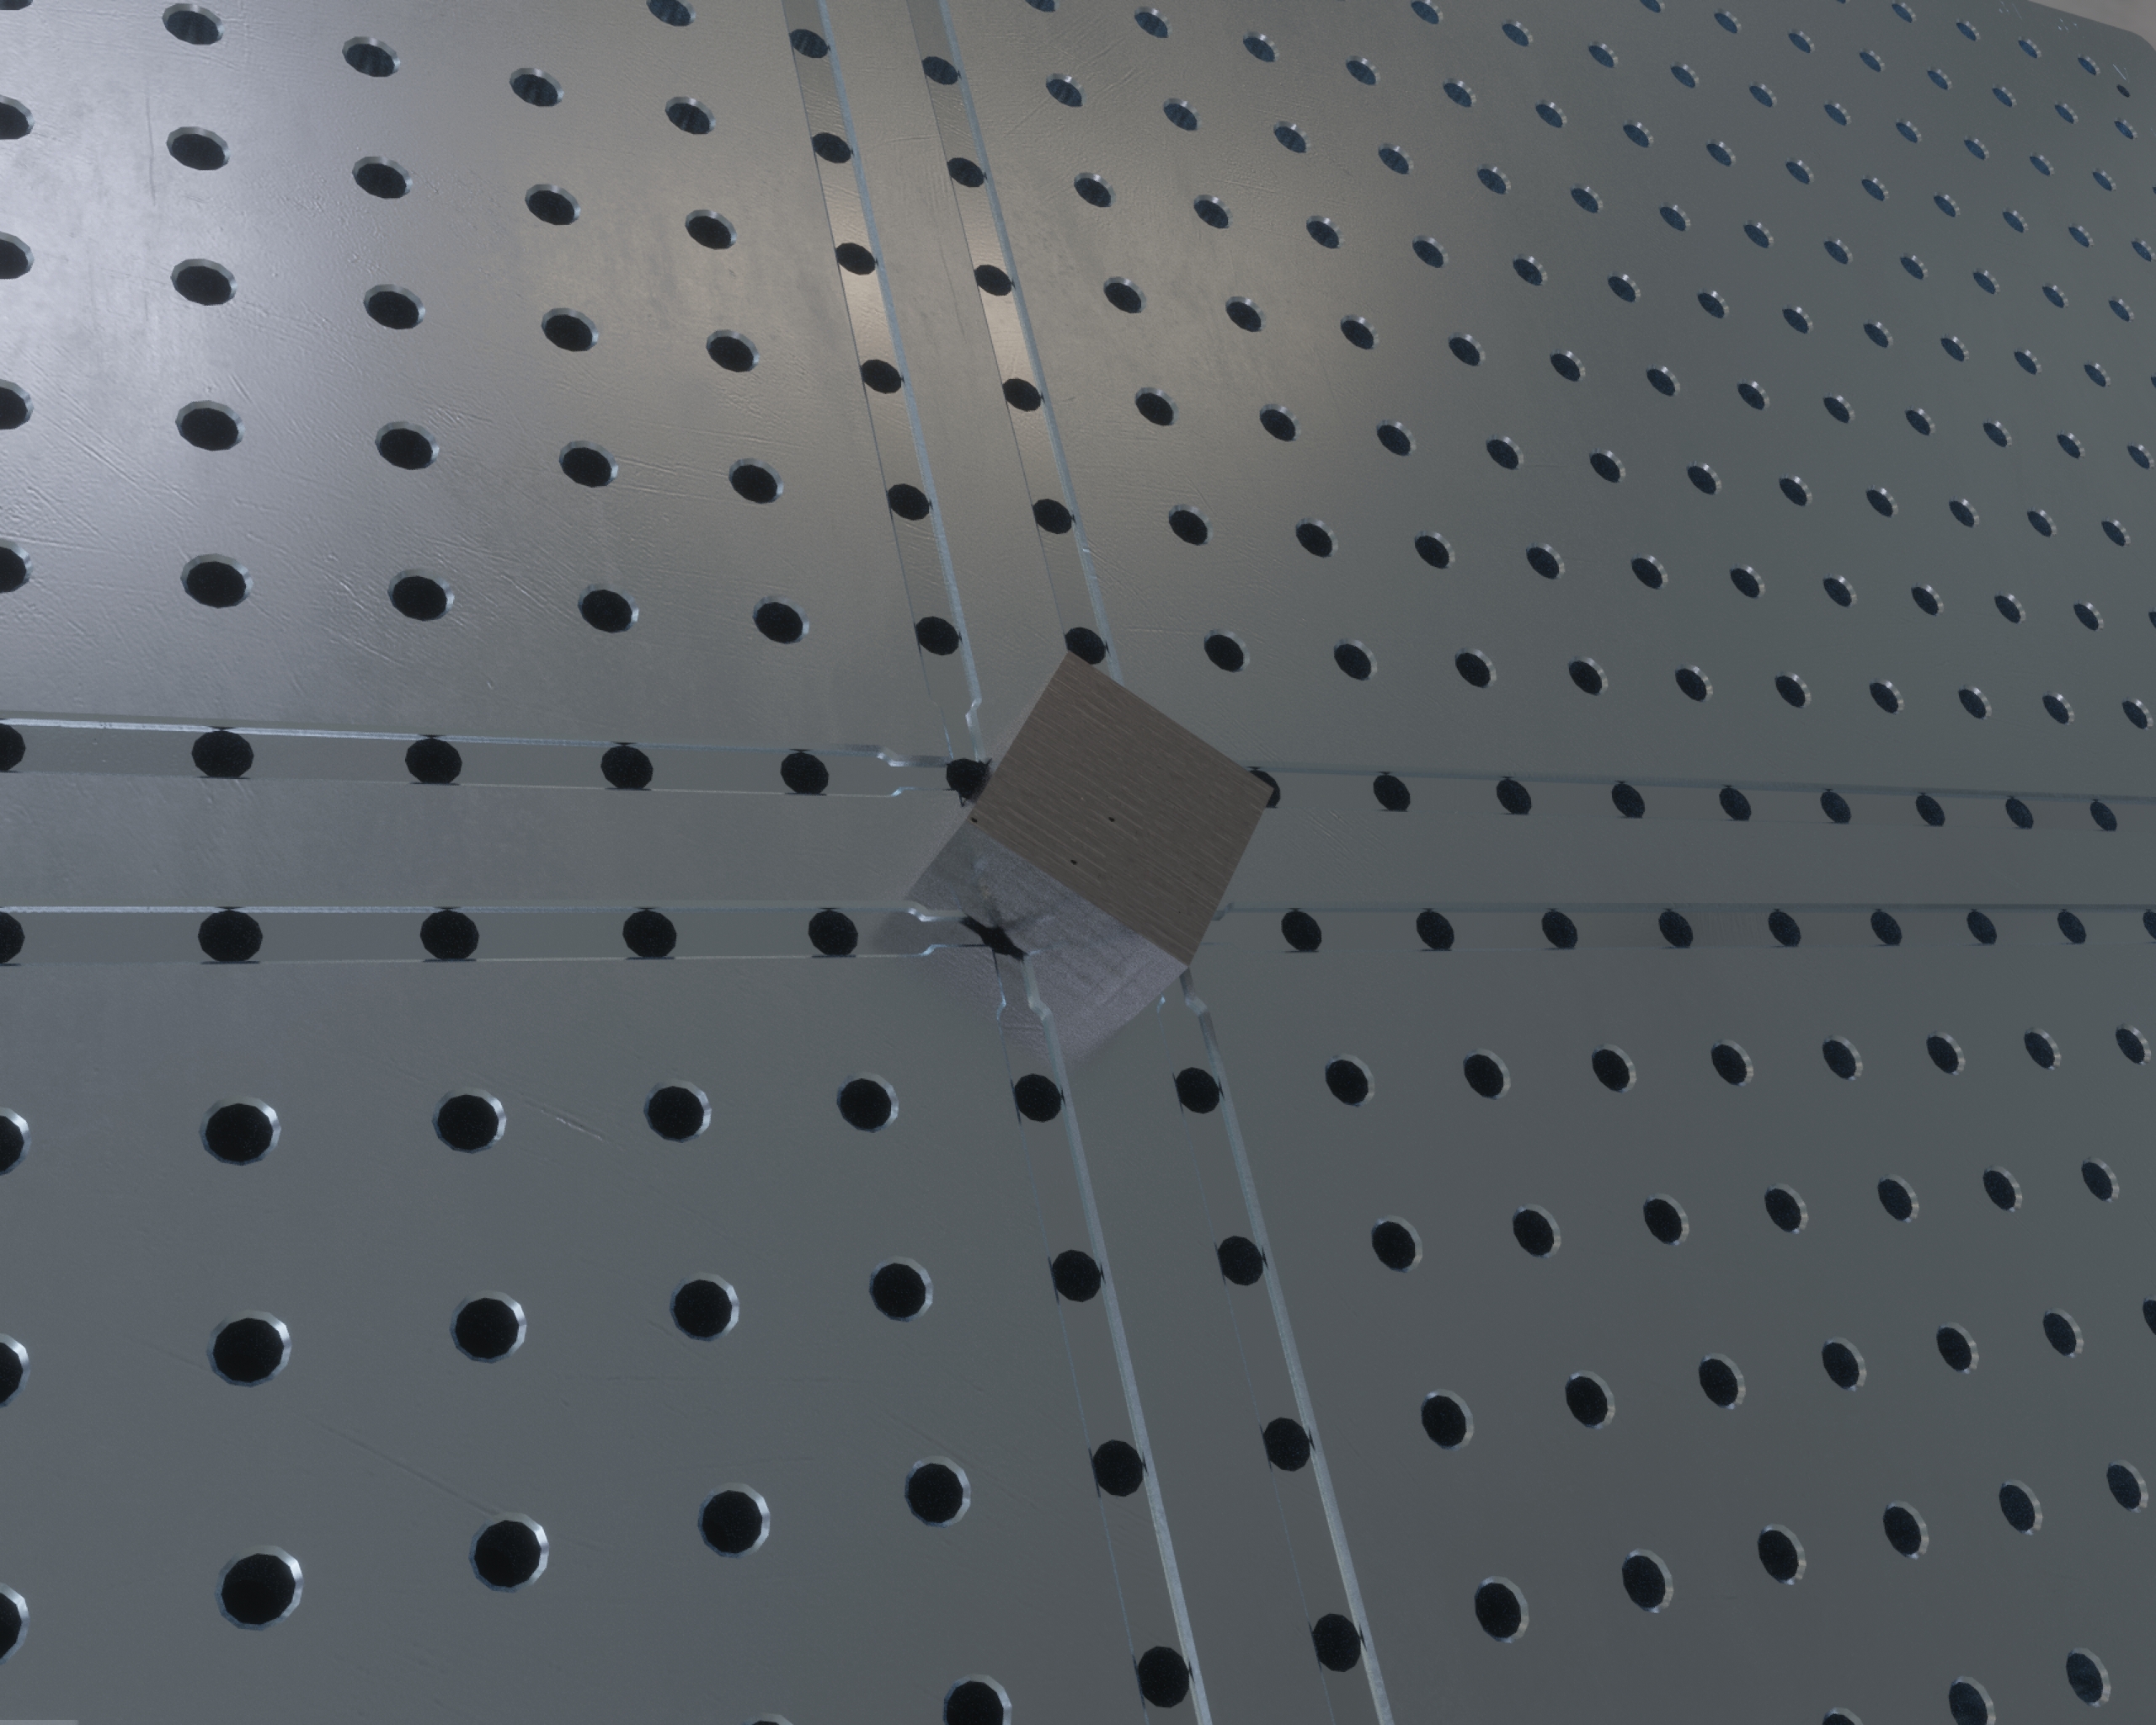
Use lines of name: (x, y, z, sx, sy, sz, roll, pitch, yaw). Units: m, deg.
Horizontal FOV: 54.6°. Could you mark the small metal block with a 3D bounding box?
small metal block: (0.004, -0.006, 0.413, 0.050, 0.025, 0.050, 34, 52, -7)
